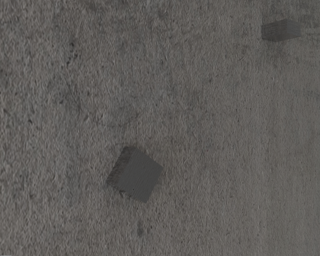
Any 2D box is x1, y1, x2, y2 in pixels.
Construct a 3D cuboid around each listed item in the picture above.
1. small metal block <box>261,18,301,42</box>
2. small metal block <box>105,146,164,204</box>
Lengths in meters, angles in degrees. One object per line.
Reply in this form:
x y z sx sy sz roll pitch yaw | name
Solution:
0.225 -0.180 0.577 0.050 0.050 0.025 -4 93 -40 | small metal block
-0.030 0.057 0.379 0.050 0.025 0.050 40 66 -33 | small metal block
